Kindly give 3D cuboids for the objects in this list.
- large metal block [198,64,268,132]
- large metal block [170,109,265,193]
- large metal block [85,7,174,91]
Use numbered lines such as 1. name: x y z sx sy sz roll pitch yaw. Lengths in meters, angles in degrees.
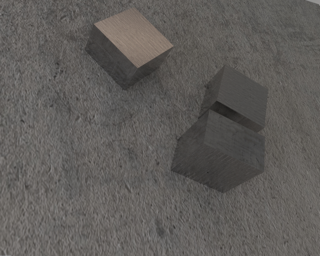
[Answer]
1. large metal block: 0.113 -0.037 0.471 0.080 0.050 0.080 28 52 -11
2. large metal block: 0.071 0.032 0.387 0.080 0.080 0.050 25 53 -13
3. large metal block: -0.043 -0.112 0.433 0.080 0.050 0.080 46 51 3
